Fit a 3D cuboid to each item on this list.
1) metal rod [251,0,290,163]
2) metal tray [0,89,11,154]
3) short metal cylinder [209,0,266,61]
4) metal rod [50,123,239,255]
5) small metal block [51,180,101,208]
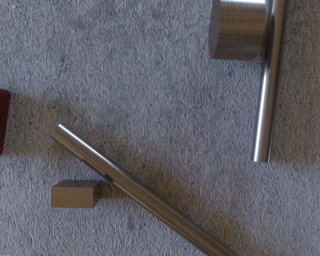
[{"bbox_3d":[0.151,-0.104,0.411,0.025,0.025,0.298,7,90,-1],"label":"metal rod"},{"bbox_3d":[-0.272,-0.015,0.403,0.131,0.030,0.089,8,90,-1],"label":"metal tray"},{"bbox_3d":[0.092,-0.125,0.384,0.050,0.080,0.079,3,90,0],"label":"short metal cylinder"},{"bbox_3d":[-0.016,0.094,0.409,0.301,0.025,0.025,37,90,-1],"label":"metal rod"},{"bbox_3d":[-0.106,0.083,0.396,0.050,0.050,0.025,1,90,-1],"label":"small metal block"}]
